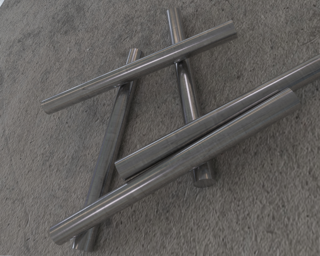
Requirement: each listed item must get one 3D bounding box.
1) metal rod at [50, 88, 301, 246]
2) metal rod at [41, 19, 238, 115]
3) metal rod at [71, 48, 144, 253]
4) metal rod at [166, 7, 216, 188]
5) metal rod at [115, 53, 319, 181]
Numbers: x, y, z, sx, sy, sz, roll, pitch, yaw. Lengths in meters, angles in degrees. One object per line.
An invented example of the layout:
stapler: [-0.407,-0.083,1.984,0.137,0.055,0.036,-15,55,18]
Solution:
metal rod: [0.009,0.046,0.336,0.300,0.025,0.025,-31,52,8]
metal rod: [-0.040,-0.080,0.440,0.301,0.025,0.025,-19,54,16]
metal rod: [-0.065,0.012,0.430,0.025,0.025,0.300,-3,60,27]
metal rod: [0.036,-0.063,0.423,0.025,0.025,0.299,-18,54,17]
metal rod: [0.088,-0.022,0.347,0.301,0.025,0.025,-28,52,1]
